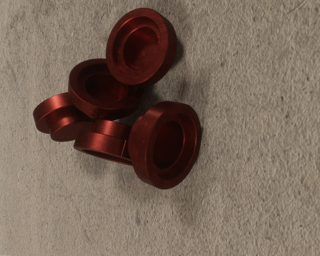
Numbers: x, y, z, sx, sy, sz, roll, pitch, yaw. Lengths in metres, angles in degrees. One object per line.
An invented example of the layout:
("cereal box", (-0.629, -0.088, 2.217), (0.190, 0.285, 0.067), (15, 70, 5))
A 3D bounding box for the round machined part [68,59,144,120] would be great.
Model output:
("round machined part", (-0.074, -0.047, 0.422), (0.098, 0.099, 0.042), (53, 144, 26))

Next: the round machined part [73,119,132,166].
("round machined part", (-0.059, 0.019, 0.408), (0.098, 0.098, 0.042), (4, 73, 39))

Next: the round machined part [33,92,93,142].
("round machined part", (-0.134, -0.012, 0.465), (0.098, 0.099, 0.042), (-34, 69, 34))

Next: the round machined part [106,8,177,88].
("round machined part", (-0.020, -0.100, 0.402), (0.098, 0.042, 0.097), (-4, 83, 32))

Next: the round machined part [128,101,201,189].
("round machined part", (0.002, 0.017, 0.354), (0.042, 0.099, 0.097), (15, 99, 39))
